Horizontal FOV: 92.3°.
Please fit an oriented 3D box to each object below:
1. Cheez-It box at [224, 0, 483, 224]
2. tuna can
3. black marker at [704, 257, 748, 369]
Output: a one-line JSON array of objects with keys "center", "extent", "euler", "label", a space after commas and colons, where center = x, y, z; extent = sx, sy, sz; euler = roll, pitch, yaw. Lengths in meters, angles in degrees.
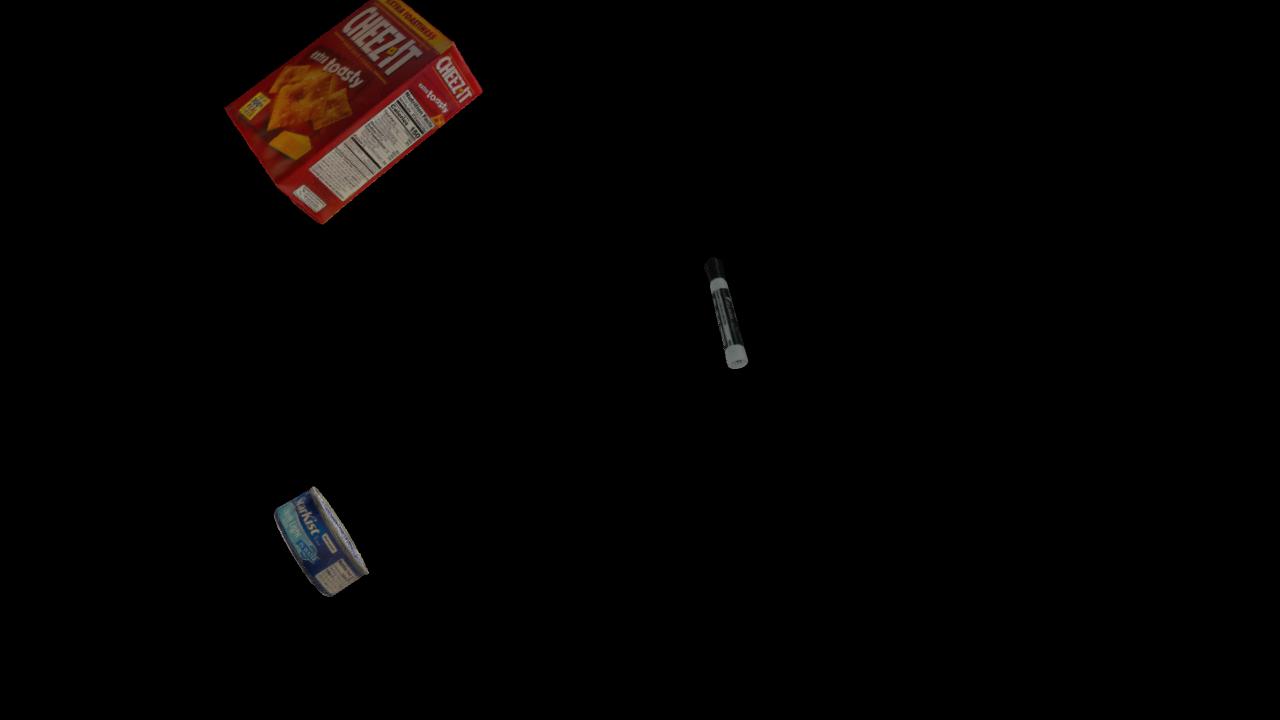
[{"center": [-0.301, -0.273, 0.649], "extent": [0.166, 0.223, 0.071], "euler": [46, -6, 28], "label": "Cheez-It box"}, {"center": [-0.254, 0.145, 0.491], "extent": [0.034, 0.084, 0.084], "euler": [-32, 15, -25], "label": "tuna can"}, {"center": [0.080, -0.048, 0.578], "extent": [0.020, 0.121, 0.020], "euler": [-7, -31, -4], "label": "black marker"}]
